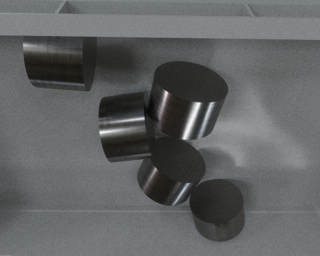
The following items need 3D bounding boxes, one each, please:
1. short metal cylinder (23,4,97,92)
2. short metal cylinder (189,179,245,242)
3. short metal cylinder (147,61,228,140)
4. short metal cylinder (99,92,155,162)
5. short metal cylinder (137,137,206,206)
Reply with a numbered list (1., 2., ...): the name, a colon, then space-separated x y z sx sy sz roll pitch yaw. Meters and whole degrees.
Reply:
1. short metal cylinder: -0.094 -0.078 0.306 0.050 0.080 0.079 4 130 -4
2. short metal cylinder: 0.090 0.127 0.482 0.080 0.080 0.050 -10 130 8
3. short metal cylinder: 0.029 -0.032 0.346 0.081 0.080 0.050 8 130 -7
4. short metal cylinder: -0.037 -0.001 0.372 0.050 0.080 0.080 -7 130 5
5. short metal cylinder: 0.015 0.058 0.422 0.081 0.080 0.050 16 128 -13
